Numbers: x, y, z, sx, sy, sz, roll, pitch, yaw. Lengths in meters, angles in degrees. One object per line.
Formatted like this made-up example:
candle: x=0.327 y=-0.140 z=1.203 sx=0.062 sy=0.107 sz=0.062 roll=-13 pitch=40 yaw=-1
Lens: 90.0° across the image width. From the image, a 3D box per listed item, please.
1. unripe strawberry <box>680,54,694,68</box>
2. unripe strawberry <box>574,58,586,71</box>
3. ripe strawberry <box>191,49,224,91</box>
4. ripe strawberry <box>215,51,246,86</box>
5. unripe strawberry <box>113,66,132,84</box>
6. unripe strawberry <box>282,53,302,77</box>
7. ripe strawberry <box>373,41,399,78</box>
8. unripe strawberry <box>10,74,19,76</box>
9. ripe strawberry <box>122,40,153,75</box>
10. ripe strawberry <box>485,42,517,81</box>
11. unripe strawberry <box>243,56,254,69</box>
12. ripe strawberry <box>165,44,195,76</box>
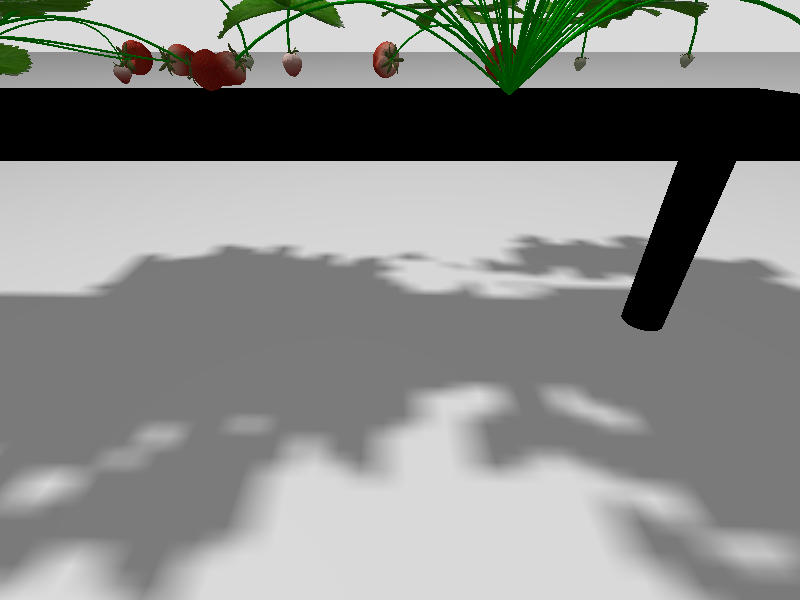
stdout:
unripe strawberry: x=0.279 y=-0.233 z=0.391 sx=0.010 sy=0.011 sz=0.011 roll=-16 pitch=36 yaw=-23
unripe strawberry: x=0.212 y=-0.278 z=0.473 sx=0.013 sy=0.014 sz=0.014 roll=19 pitch=38 yaw=27
ripe strawberry: x=-0.157 y=-0.193 z=0.337 sx=0.032 sy=0.031 sz=0.029 roll=-2 pitch=33 yaw=-11
ripe strawberry: x=-0.146 y=-0.195 z=0.341 sx=0.028 sy=0.027 sz=0.030 roll=-26 pitch=24 yaw=26
unripe strawberry: x=-0.266 y=-0.217 z=0.386 sx=0.015 sy=0.015 sz=0.016 roll=-27 pitch=42 yaw=-35
unripe strawberry: x=-0.123 y=-0.269 z=0.458 sx=0.020 sy=0.024 sz=0.024 roll=25 pitch=41 yaw=33
ripe strawberry: x=-0.017 y=-0.261 z=0.436 sx=0.030 sy=0.034 sz=0.032 roll=-19 pitch=32 yaw=-27
unripe strawberry: x=-0.441 y=-0.260 z=0.455 sx=0.014 sy=0.012 sz=0.012 roll=-14 pitch=-9 yaw=-20
ripe strawberry: x=-0.308 y=-0.286 z=0.473 sx=0.031 sy=0.036 sz=0.034 roll=9 pitch=33 yaw=13
ripe strawberry: x=0.108 y=-0.254 z=0.426 sx=0.034 sy=0.036 sz=0.037 roll=5 pitch=33 yaw=7
unripe strawberry: x=-0.157 y=-0.245 z=0.414 sx=0.011 sy=0.011 sz=0.011 roll=-19 pitch=37 yaw=-26
ripe strawberry: x=-0.242 y=-0.269 z=0.449 sx=0.036 sy=0.031 sz=0.036 roll=21 pitch=38 yaw=29
